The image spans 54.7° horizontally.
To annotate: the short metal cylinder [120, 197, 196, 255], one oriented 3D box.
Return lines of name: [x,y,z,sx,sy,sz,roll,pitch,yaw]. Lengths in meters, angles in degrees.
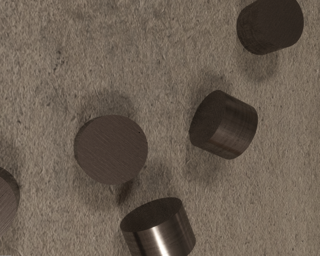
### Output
short metal cylinder: [-0.002,0.127,0.380,0.081,0.080,0.050,-23,98,-19]

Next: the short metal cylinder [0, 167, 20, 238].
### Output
short metal cylinder: [-0.193,0.079,0.325,0.081,0.050,0.079,0,90,-21]

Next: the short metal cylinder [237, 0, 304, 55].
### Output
short metal cylinder: [0.162,-0.153,0.457,0.081,0.050,0.079,0,90,-21]

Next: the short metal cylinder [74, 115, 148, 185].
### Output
short metal cylinder: [-0.061,0.024,0.374,0.081,0.050,0.079,0,90,-21]

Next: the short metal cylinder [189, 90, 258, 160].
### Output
short metal cylinder: [0.083,-0.004,0.412,0.050,0.080,0.080,24,82,-19]
